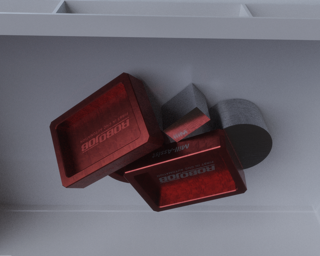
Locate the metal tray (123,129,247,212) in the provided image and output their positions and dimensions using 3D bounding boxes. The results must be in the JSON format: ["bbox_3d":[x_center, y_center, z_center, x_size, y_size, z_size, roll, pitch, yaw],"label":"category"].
[{"bbox_3d":[0.032,0.058,0.391,0.130,0.030,0.090,-18,128,20],"label":"metal tray"}]

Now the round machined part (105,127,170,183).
[{"bbox_3d":[-0.033,0.029,0.421,0.099,0.042,0.097,-1,130,0],"label":"round machined part"}]

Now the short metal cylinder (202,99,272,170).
[{"bbox_3d":[0.097,0.009,0.399,0.081,0.050,0.079,0,130,0],"label":"short metal cylinder"}]

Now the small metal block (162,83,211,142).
[{"bbox_3d":[0.030,-0.019,0.374,0.050,0.050,0.025,-36,122,24],"label":"small metal block"}]

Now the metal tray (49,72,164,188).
[{"bbox_3d":[-0.068,0.006,0.366,0.130,0.090,0.030,-30,156,22],"label":"metal tray"}]
